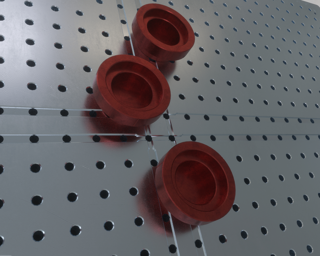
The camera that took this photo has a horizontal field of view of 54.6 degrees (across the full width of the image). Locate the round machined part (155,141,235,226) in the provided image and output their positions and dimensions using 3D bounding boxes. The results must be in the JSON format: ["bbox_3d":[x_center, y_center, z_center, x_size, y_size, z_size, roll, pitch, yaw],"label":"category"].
[{"bbox_3d":[0.038,0.069,0.376,0.099,0.042,0.098,13,56,-21],"label":"round machined part"}]

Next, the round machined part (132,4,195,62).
[{"bbox_3d":[0.002,-0.143,0.485,0.099,0.042,0.098,13,56,-21],"label":"round machined part"}]

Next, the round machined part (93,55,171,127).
[{"bbox_3d":[-0.039,-0.044,0.403,0.099,0.042,0.098,13,56,-21],"label":"round machined part"}]
